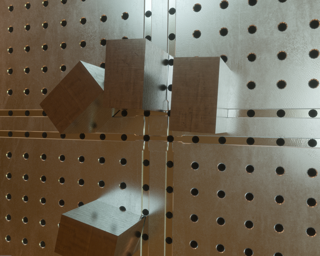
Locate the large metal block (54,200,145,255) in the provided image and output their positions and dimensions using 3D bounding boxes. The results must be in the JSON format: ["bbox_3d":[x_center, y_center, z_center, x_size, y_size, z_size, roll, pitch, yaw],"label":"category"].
[{"bbox_3d":[-0.077,0.140,0.411,0.080,0.080,0.050,14,95,19],"label":"large metal block"}]

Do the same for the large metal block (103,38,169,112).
[{"bbox_3d":[-0.028,-0.062,0.394,0.050,0.080,0.080,4,91,20],"label":"large metal block"}]

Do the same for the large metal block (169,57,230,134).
[{"bbox_3d":[0.050,-0.036,0.366,0.050,0.080,0.080,4,91,20],"label":"large metal block"}]

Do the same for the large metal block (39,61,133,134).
[{"bbox_3d":[-0.096,-0.037,0.418,0.080,0.080,0.050,-42,77,15],"label":"large metal block"}]
